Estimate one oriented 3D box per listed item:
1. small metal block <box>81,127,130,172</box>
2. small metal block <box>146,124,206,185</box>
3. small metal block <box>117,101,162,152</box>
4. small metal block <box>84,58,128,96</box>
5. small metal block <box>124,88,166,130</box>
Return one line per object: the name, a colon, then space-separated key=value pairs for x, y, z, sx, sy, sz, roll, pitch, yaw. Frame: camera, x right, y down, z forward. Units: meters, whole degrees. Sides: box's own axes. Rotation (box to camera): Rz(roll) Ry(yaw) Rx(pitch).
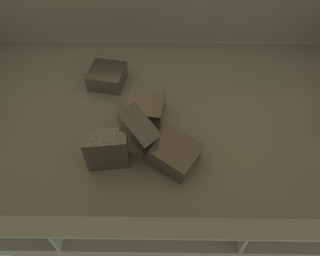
small metal block: x=-0.063 y=0.026 z=0.366 sx=0.050 sy=0.050 sz=0.025 roll=-5 pitch=51 yaw=-4
small metal block: x=0.019 y=0.031 z=0.374 sx=0.050 sy=0.025 sz=0.050 roll=32 pitch=57 yaw=12
small metal block: x=-0.026 y=0.000 z=0.374 sx=0.025 sy=0.050 sz=0.050 roll=-39 pitch=87 yaw=-11
small metal block: x=-0.080 y=-0.078 z=0.470 sx=0.050 sy=0.025 sz=0.050 roll=9 pitch=51 yaw=7
small metal block: x=-0.020 y=-0.027 z=0.427 sx=0.050 sy=0.025 sz=0.050 roll=7 pitch=50 yaw=5
